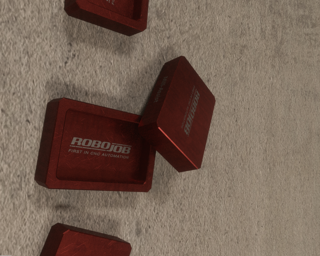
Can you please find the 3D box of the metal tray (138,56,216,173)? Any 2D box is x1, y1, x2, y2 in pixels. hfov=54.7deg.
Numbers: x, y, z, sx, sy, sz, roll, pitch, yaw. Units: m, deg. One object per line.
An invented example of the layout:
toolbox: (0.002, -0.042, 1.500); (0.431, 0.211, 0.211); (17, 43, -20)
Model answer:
metal tray: (0.028, -0.020, 0.402); (0.090, 0.030, 0.130); (47, 44, -30)

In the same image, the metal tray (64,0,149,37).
metal tray: (-0.055, -0.183, 0.356); (0.091, 0.030, 0.129); (7, 85, -40)

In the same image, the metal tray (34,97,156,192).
metal tray: (-0.064, 0.024, 0.349); (0.131, 0.030, 0.090); (12, 82, -40)

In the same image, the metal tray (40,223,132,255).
metal tray: (-0.092, 0.176, 0.326); (0.090, 0.030, 0.130); (30, 71, -36)
